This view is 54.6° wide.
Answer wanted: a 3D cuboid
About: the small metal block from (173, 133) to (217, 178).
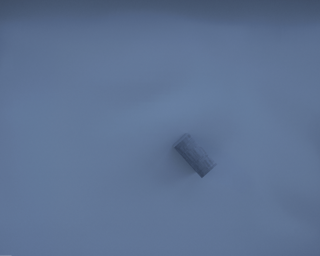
[{"bbox_3d":[0.043,0.034,0.399,0.025,0.050,0.050,-42,90,0],"label":"small metal block"}]
